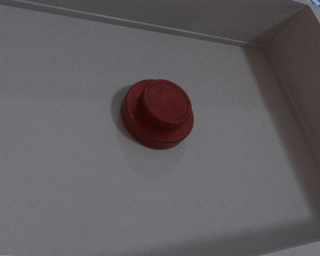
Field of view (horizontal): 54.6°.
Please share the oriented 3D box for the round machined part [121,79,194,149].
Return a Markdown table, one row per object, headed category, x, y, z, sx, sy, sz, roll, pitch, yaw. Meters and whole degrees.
| category | x | y | z | sx | sy | sz | roll | pitch | yaw |
| --- | --- | --- | --- | --- | --- | --- | --- | --- | --- |
| round machined part | 0.002 | -0.025 | 0.407 | 0.099 | 0.042 | 0.098 | 13 | 56 | -21 |
